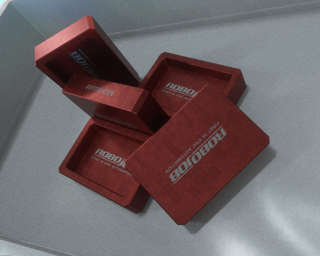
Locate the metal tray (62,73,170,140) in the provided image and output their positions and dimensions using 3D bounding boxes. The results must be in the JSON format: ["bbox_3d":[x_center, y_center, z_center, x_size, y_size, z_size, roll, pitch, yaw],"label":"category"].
[{"bbox_3d":[-0.053,-0.024,0.401,0.130,0.090,0.030,17,71,34],"label":"metal tray"}]

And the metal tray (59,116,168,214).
[{"bbox_3d":[-0.061,0.043,0.403,0.130,0.030,0.090,17,70,34],"label":"metal tray"}]

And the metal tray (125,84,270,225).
[{"bbox_3d":[0.039,0.028,0.337,0.130,0.030,0.090,-43,80,-2],"label":"metal tray"}]

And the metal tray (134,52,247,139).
[{"bbox_3d":[0.034,-0.047,0.410,0.130,0.030,0.090,23,74,36],"label":"metal tray"}]

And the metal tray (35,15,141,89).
[{"bbox_3d":[-0.095,-0.081,0.433,0.090,0.130,0.030,-27,53,12],"label":"metal tray"}]
